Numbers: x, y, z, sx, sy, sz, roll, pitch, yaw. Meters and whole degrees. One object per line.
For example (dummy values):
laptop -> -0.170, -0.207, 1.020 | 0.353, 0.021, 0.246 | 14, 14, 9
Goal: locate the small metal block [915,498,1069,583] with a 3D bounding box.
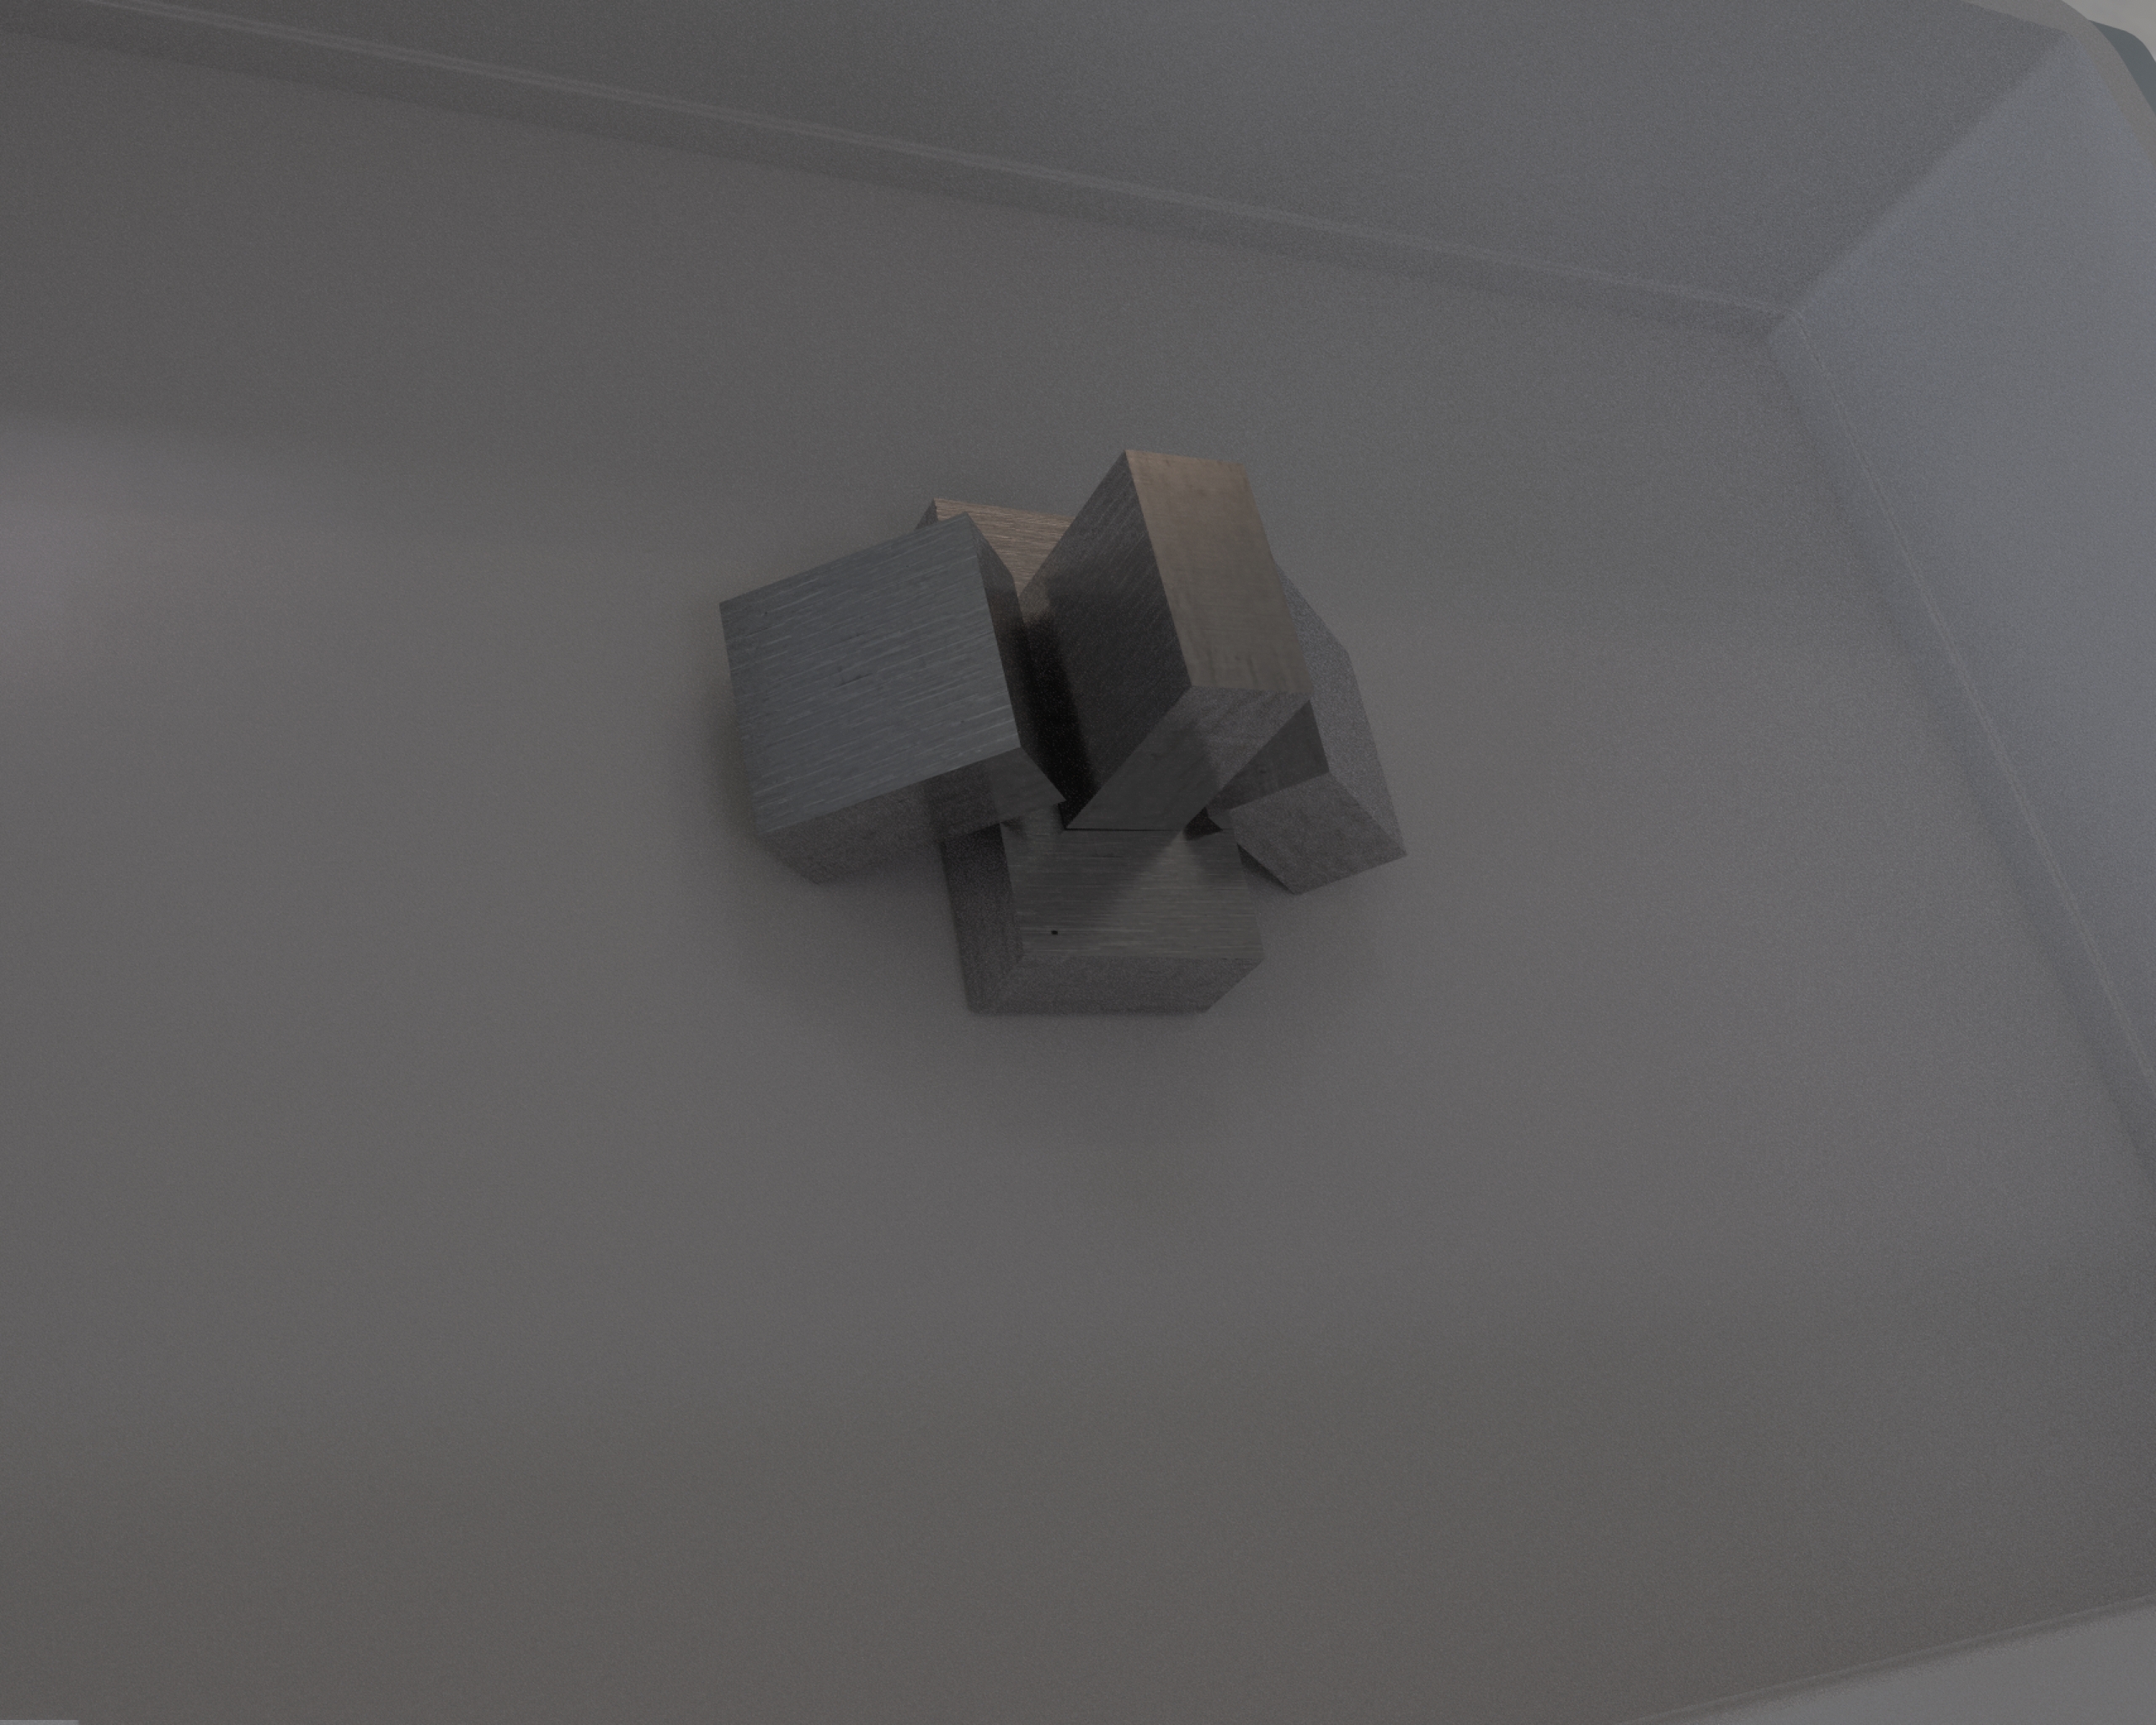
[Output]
small metal block -> -0.007, -0.044, 0.425 | 0.050, 0.025, 0.050 | 3, 61, -28

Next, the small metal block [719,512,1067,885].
small metal block -> -0.035, -0.030, 0.385 | 0.050, 0.025, 0.050 | -18, 65, 11

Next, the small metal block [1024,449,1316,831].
small metal block -> 0.014, -0.040, 0.386 | 0.025, 0.050, 0.050 | 1, 61, -29

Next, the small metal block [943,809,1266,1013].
small metal block -> 0.003, 0.001, 0.404 | 0.050, 0.025, 0.050 | 2, 61, -27

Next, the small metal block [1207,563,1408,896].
small metal block -> 0.042, -0.027, 0.427 | 0.050, 0.025, 0.050 | 37, 37, -58
